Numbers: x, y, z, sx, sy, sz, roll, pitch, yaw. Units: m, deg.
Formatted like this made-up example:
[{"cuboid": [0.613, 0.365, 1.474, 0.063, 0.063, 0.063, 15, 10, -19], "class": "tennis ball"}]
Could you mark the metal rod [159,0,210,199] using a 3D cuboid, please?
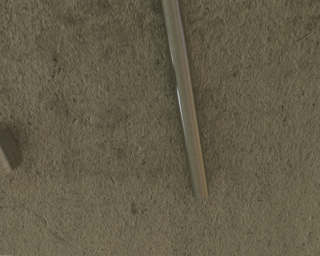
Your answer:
[{"cuboid": [0.032, -0.043, 0.394, 0.025, 0.025, 0.298, -10, 110, 3], "class": "metal rod"}]

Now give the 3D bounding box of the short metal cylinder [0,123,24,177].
[{"cuboid": [-0.223, 0.033, 0.389, 0.080, 0.080, 0.050, -14, 110, 4], "class": "short metal cylinder"}]
